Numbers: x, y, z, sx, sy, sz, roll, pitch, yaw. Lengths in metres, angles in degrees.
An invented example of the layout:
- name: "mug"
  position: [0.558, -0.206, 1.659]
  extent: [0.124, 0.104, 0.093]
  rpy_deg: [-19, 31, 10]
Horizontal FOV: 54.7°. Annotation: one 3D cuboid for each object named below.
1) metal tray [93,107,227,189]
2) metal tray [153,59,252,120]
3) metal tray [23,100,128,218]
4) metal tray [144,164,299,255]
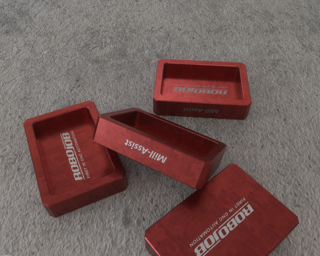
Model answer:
- name: "metal tray"
  position: [0.003, 0.016, 0.354]
  extent: [0.130, 0.030, 0.090]
  rpy_deg: [23, 17, 18]
- name: "metal tray"
  position: [0.059, -0.058, 0.448]
  extent: [0.131, 0.030, 0.090]
  rpy_deg: [3, 50, 2]
- name: "metal tray"
  position: [-0.104, 0.030, 0.373]
  extent: [0.091, 0.030, 0.130]
  rpy_deg: [-19, 53, -16]
- name: "metal tray"
  position: [0.061, 0.105, 0.312]
  extent: [0.131, 0.030, 0.090]
  rpy_deg: [-32, 57, -24]
